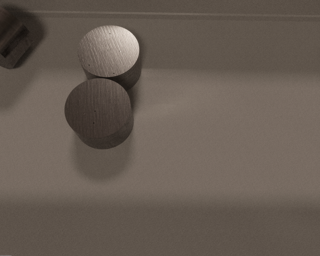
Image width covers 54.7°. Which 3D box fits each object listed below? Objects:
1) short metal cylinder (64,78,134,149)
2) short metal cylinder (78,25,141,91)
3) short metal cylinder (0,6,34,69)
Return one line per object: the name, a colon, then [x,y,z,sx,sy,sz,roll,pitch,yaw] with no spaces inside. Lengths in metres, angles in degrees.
short metal cylinder: [-0.076,-0.017,0.402,0.081,0.050,0.080,0,70,0]
short metal cylinder: [-0.068,-0.094,0.430,0.081,0.050,0.080,0,70,0]
short metal cylinder: [-0.224,-0.126,0.424,0.080,0.080,0.050,27,72,9]
